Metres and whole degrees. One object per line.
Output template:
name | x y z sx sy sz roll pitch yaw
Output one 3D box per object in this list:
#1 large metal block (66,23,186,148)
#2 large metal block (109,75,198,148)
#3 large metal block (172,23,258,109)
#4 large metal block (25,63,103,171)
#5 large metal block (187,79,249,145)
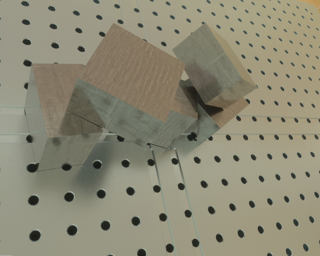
large metal block | -0.030 -0.041 0.298 0.080 0.050 0.080 27 52 -11
large metal block | -0.009 -0.024 0.383 0.081 0.080 0.050 17 55 -19
large metal block | 0.071 -0.074 0.389 0.080 0.050 0.080 1 57 -61
large metal block | -0.104 -0.010 0.323 0.050 0.080 0.080 -6 65 -31
large metal block | 0.069 -0.036 0.453 0.081 0.050 0.080 -35 81 -39
